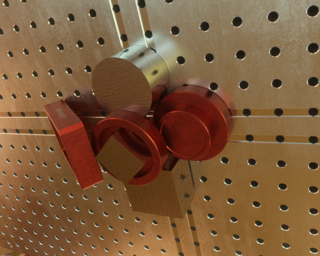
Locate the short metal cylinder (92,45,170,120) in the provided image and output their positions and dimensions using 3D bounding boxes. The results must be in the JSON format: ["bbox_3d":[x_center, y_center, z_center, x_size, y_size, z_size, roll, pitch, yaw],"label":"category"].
[{"bbox_3d":[-0.035,-0.055,0.379,0.080,0.050,0.079,13,124,21],"label":"short metal cylinder"}]

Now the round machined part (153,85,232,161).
[{"bbox_3d":[0.035,0.001,0.381,0.098,0.042,0.097,13,124,21],"label":"round machined part"}]

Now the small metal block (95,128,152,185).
[{"bbox_3d":[-0.043,0.033,0.375,0.050,0.025,0.050,41,129,0],"label":"small metal block"}]

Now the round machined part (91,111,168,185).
[{"bbox_3d":[-0.035,0.021,0.394,0.098,0.042,0.097,13,124,21],"label":"round machined part"}]

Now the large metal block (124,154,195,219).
[{"bbox_3d":[-0.003,0.076,0.440,0.080,0.050,0.080,1,119,28],"label":"large metal block"}]

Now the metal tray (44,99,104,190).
[{"bbox_3d":[-0.125,0.019,0.439,0.130,0.030,0.089,33,142,57],"label":"metal tray"}]
